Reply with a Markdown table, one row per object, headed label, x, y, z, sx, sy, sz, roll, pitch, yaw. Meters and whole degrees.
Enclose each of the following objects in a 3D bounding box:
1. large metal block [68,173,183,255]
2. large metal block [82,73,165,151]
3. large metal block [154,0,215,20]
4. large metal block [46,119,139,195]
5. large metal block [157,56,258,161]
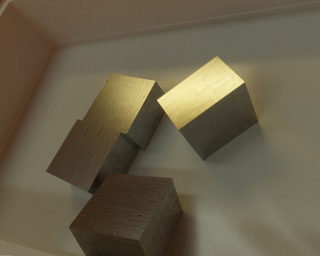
| label | x | y | z | sx | sy | sz | roll | pitch | yaw |
| --- | --- | --- | --- | --- | --- | --- | --- | --- | --- |
| large metal block | -0.032 | 0.095 | 0.326 | 0.080 | 0.050 | 0.080 | 0 | 33 | 27 |
| large metal block | -0.045 | -0.024 | 0.426 | 0.080 | 0.050 | 0.080 | 15 | 69 | 34 |
| large metal block | 0.046 | -0.227 | 0.506 | 0.080 | 0.050 | 0.080 | 8 | 66 | 31 |
| large metal block | -0.087 | 0.042 | 0.408 | 0.080 | 0.050 | 0.080 | 15 | 70 | 34 |
| large metal block | 0.056 | -0.019 | 0.352 | 0.080 | 0.080 | 0.050 | -36 | 51 | 4 |
